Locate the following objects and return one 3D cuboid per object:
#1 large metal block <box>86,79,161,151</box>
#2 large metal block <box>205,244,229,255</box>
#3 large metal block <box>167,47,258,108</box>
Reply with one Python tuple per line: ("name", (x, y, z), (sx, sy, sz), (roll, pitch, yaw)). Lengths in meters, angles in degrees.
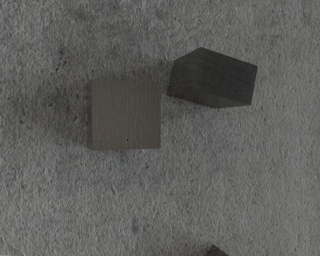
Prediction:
("large metal block", (-0.046, -0.015, 0.379), (0.081, 0.050, 0.080), (-1, 90, -20))
("large metal block", (0.088, 0.226, 0.428), (0.080, 0.050, 0.080), (45, 76, -15))
("large metal block", (0.065, -0.061, 0.403), (0.081, 0.080, 0.050), (13, 86, -20))
